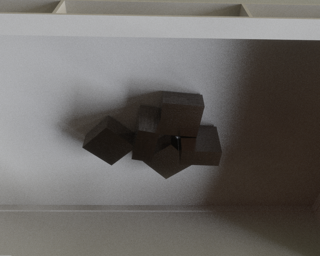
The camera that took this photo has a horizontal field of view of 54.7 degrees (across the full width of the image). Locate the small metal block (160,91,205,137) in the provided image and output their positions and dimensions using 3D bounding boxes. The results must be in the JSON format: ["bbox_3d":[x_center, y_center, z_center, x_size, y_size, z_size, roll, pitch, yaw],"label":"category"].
[{"bbox_3d":[0.025,-0.017,0.393,0.050,0.025,0.050,5,130,-5],"label":"small metal block"}]

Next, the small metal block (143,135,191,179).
[{"bbox_3d":[0.012,0.040,0.441,0.050,0.025,0.050,-33,123,24],"label":"small metal block"}]

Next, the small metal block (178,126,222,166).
[{"bbox_3d":[0.051,0.022,0.410,0.050,0.050,0.025,2,130,-3],"label":"small metal block"}]

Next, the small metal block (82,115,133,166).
[{"bbox_3d":[-0.068,0.018,0.421,0.050,0.025,0.050,-37,122,27],"label":"small metal block"}]

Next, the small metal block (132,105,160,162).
[{"bbox_3d":[-0.018,0.007,0.395,0.025,0.050,0.050,10,129,-9],"label":"small metal block"}]
